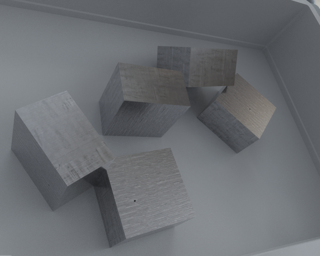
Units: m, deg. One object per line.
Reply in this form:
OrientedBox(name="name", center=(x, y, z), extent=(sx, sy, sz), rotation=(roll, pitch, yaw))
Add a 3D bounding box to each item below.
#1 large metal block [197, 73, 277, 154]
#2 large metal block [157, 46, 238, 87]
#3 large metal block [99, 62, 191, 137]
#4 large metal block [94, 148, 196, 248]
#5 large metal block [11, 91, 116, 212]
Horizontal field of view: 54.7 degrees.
OrientedBox(name="large metal block", center=(0.116, -0.023, 0.466), extent=(0.080, 0.050, 0.080), rotation=(42, 51, 0))
OrientedBox(name="large metal block", center=(0.051, -0.090, 0.444), extent=(0.081, 0.080, 0.050), rotation=(-6, 107, -31))
OrientedBox(name="large metal block", center=(-0.022, -0.030, 0.376), extent=(0.081, 0.080, 0.050), rotation=(3, 61, -27))
OrientedBox(name="large metal block", center=(-0.020, 0.073, 0.334), extent=(0.081, 0.050, 0.080), rotation=(-7, 65, -31))
OrientedBox(name="large metal block", center=(-0.098, 0.024, 0.302), extent=(0.050, 0.080, 0.080), rotation=(-31, 79, -38))
